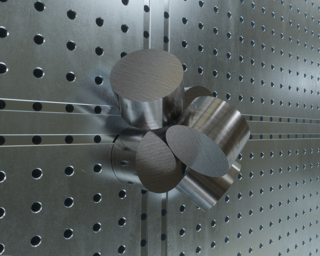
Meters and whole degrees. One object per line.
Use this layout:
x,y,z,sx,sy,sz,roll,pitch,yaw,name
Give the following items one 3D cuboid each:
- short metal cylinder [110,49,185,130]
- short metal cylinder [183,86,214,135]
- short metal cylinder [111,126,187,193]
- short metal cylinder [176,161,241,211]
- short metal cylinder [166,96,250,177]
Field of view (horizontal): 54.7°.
-0.012,-0.045,0.355,0.080,0.080,0.050,-54,156,-27,short metal cylinder
0.036,-0.015,0.424,0.081,0.050,0.079,0,90,-40,short metal cylinder
-0.012,0.037,0.384,0.081,0.050,0.079,0,90,-40,short metal cylinder
0.064,0.065,0.420,0.050,0.080,0.080,39,61,6,short metal cylinder
0.054,0.010,0.354,0.050,0.080,0.080,-49,120,-29,short metal cylinder
